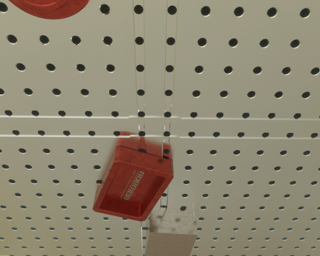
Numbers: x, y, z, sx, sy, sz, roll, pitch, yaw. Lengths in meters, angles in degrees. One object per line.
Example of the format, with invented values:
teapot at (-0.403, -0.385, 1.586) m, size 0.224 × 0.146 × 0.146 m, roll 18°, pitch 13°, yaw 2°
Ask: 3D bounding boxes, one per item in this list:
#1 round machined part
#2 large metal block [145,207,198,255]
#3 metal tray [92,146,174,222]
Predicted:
round machined part at (-0.106, -0.144, 0.276) m, size 0.099 × 0.042 × 0.097 m, roll -1°, pitch 130°, yaw 0°
large metal block at (0.018, 0.188, 0.556) m, size 0.081 × 0.050 × 0.079 m, roll 5°, pitch 130°, yaw -5°
metal tray at (-0.044, 0.092, 0.486) m, size 0.091 × 0.030 × 0.129 m, roll 17°, pitch 128°, yaw -15°
